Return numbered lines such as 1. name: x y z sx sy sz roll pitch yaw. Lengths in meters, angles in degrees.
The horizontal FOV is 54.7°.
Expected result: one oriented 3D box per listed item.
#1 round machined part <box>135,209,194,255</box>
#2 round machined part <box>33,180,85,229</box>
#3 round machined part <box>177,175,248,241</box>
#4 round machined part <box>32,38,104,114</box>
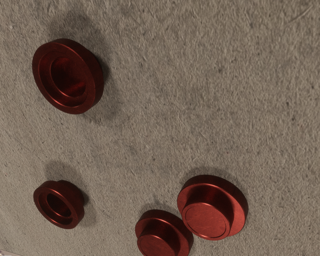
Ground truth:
1. round machined part: 0.002 0.185 0.508 0.098 0.042 0.097 13 124 20
2. round machined part: -0.180 0.136 0.572 0.098 0.042 0.097 13 124 20
3. round machined part: 0.069 0.117 0.431 0.098 0.042 0.097 13 124 20
4. round machined part: -0.116 -0.070 0.411 0.098 0.042 0.097 13 124 20
